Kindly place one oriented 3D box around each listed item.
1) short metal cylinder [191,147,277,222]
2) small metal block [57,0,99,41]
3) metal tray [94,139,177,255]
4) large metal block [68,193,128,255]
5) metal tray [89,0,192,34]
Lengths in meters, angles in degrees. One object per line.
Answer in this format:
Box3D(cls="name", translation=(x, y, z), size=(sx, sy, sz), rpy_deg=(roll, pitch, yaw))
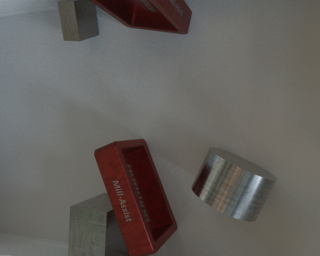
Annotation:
Box3D(cls="short metal cylinder", translation=(0.083, 0.062, 0.352), size=(0.080, 0.080, 0.050), rpy_deg=(26, 99, 18))
Box3D(cls="small metal block", translation=(-0.111, -0.150, 0.426), size=(0.025, 0.050, 0.050), rpy_deg=(8, 118, 19))
Box3D(cls="metal tray", translation=(-0.026, 0.080, 0.384), size=(0.030, 0.090, 0.129), rpy_deg=(-23, 83, 18))
Box3D(cls="large metal block", translation=(-0.074, 0.136, 0.406), size=(0.050, 0.080, 0.079), rpy_deg=(3, 91, 20))
Box3D(cls="metal tray", translation=(-0.023, -0.147, 0.362), size=(0.090, 0.130, 0.030), rpy_deg=(13, 95, 19))
